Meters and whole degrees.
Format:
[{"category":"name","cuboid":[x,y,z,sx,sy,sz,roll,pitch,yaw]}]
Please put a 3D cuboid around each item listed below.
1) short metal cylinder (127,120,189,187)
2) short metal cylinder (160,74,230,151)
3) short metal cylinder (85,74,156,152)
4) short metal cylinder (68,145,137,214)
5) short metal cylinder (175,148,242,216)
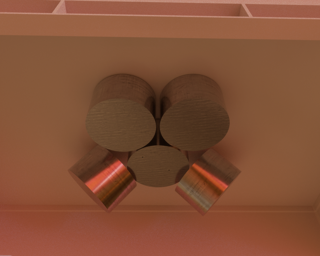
[{"category":"short metal cylinder","cuboid":[-0.002,0.035,0.418,0.081,0.050,0.079,0,130,0]},{"category":"short metal cylinder","cuboid":[0.040,-0.018,0.376,0.081,0.050,0.079,0,130,0]},{"category":"short metal cylinder","cuboid":[-0.045,-0.017,0.374,0.081,0.050,0.079,0,130,0]},{"category":"short metal cylinder","cuboid":[-0.078,0.069,0.421,0.050,0.080,0.080,-44,132,-22]},{"category":"short metal cylinder","cuboid":[0.066,0.074,0.427,0.050,0.081,0.079,40,129,18]}]
